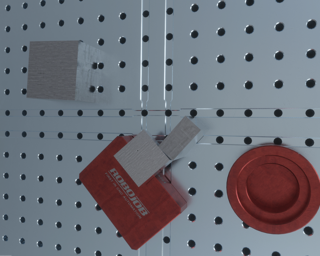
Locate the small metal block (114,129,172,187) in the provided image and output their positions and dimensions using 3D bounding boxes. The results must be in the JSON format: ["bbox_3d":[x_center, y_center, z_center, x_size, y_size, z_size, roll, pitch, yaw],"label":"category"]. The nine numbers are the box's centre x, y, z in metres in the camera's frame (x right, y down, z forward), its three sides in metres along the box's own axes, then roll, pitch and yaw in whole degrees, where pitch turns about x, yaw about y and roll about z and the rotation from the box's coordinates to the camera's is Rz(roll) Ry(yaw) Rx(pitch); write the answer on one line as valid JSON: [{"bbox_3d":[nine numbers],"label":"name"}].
[{"bbox_3d":[-0.020,0.038,0.388,0.050,0.025,0.050,-42,77,4],"label":"small metal block"}]

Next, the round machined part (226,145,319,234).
[{"bbox_3d":[0.129,0.067,0.358,0.098,0.042,0.097,0,90,19],"label":"round machined part"}]

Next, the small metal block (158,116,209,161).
[{"bbox_3d":[0.031,0.012,0.388,0.025,0.050,0.050,44,104,14],"label":"small metal block"}]

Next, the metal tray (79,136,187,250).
[{"bbox_3d":[-0.039,0.085,0.423,0.090,0.030,0.130,-44,77,14],"label":"metal tray"}]

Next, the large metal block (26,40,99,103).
[{"bbox_3d":[-0.140,-0.079,0.447,0.080,0.050,0.079,5,92,19],"label":"large metal block"}]
